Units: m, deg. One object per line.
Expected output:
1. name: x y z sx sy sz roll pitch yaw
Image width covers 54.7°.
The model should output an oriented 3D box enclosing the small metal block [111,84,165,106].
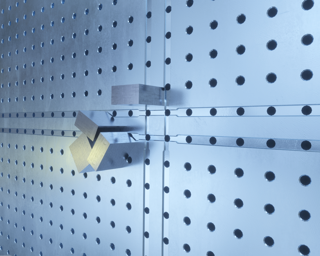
1. small metal block: -0.029 -0.043 0.415 0.050 0.050 0.025 2 92 39

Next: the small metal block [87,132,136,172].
1. small metal block: -0.070 0.033 0.448 0.025 0.050 0.050 44 116 31

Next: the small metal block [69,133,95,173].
1. small metal block: -0.117 0.039 0.503 0.050 0.025 0.050 -40 66 32

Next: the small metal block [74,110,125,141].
1. small metal block: -0.091 -0.004 0.466 0.050 0.050 0.025 35 111 34
